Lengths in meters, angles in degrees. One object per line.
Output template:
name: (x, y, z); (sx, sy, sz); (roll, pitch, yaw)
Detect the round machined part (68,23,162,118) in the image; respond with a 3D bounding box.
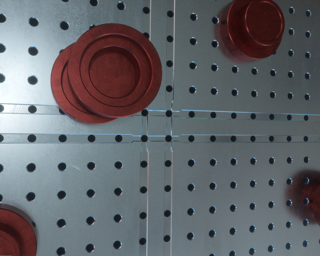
round machined part: (-0.051, -0.060, 0.340); (0.099, 0.042, 0.097); (0, 90, -20)

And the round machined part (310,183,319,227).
round machined part: (0.288, 0.124, 0.509); (0.099, 0.042, 0.097); (0, 90, -20)

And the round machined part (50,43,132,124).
round machined part: (-0.080, -0.053, 0.374); (0.099, 0.042, 0.097); (0, 90, -20)

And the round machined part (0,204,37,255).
round machined part: (-0.186, 0.135, 0.335); (0.099, 0.042, 0.097); (0, 90, -20)

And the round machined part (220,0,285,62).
round machined part: (0.142, -0.150, 0.455); (0.099, 0.042, 0.097); (0, 90, -20)
